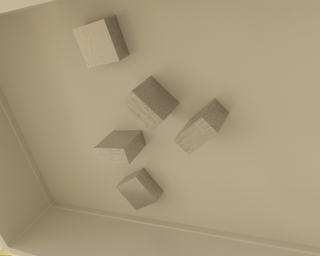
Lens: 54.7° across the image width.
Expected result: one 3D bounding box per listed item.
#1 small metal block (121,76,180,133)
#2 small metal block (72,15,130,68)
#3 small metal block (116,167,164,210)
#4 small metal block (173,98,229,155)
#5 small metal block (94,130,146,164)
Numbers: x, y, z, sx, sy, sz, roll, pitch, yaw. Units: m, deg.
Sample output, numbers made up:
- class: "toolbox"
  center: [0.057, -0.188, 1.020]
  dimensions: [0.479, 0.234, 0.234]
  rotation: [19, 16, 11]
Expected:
- class: "small metal block"
  center: [-0.010, -0.030, 0.379]
  dimensions: [0.050, 0.050, 0.025]
  rotation: [43, 129, -2]
- class: "small metal block"
  center: [-0.072, -0.106, 0.382]
  dimensions: [0.050, 0.025, 0.050]
  rotation: [-5, 116, 30]
- class: "small metal block"
  center: [-0.032, 0.096, 0.485]
  dimensions: [0.050, 0.025, 0.050]
  rotation: [-32, 101, 38]
- class: "small metal block"
  center: [0.049, -0.002, 0.365]
  dimensions: [0.025, 0.050, 0.050]
  rotation: [45, 129, -3]
- class: "small metal block"
  center: [-0.055, 0.026, 0.438]
  dimensions: [0.050, 0.050, 0.025]
  rotation: [-1, 118, 29]
